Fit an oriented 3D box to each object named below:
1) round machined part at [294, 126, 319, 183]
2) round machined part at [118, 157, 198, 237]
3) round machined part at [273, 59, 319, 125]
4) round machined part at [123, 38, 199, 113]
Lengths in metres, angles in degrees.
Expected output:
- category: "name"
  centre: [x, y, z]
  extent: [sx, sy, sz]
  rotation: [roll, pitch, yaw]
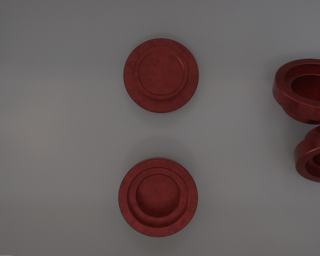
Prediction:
- category: "round machined part"
  centre: [0.220, 0.029, 0.386]
  extent: [0.099, 0.097, 0.042]
  rotation: [10, 55, 0]
- category: "round machined part"
  centre: [-0.002, 0.086, 0.403]
  extent: [0.099, 0.042, 0.097]
  rotation: [0, 90, 0]
- category: "round machined part"
  centre: [0.192, -0.042, 0.387]
  extent: [0.099, 0.042, 0.098]
  rotation: [-3, 45, 3]
- category: "round machined part"
  centre: [0.001, -0.068, 0.403]
  extent: [0.099, 0.042, 0.097]
  rotation: [0, 90, 0]
